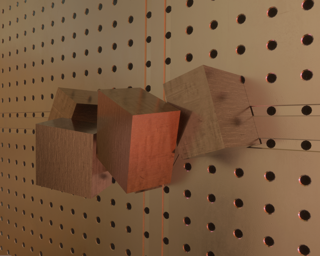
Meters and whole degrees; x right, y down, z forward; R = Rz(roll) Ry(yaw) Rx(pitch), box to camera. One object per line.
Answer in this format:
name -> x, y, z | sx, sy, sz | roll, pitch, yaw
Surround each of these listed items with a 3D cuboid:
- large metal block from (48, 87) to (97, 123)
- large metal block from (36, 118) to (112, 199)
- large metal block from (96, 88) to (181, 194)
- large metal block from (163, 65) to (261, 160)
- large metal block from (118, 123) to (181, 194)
large metal block -> -0.117, -0.011, 0.466 | 0.050, 0.081, 0.079 | 37, 112, 33
large metal block -> -0.107, 0.035, 0.394 | 0.080, 0.050, 0.079 | 9, 104, 18
large metal block -> -0.027, 0.008, 0.323 | 0.080, 0.050, 0.079 | 35, 126, 50
large metal block -> 0.056, -0.014, 0.326 | 0.050, 0.081, 0.080 | -21, 77, 38
large metal block -> -0.024, 0.026, 0.410 | 0.080, 0.050, 0.079 | 39, 114, 32
